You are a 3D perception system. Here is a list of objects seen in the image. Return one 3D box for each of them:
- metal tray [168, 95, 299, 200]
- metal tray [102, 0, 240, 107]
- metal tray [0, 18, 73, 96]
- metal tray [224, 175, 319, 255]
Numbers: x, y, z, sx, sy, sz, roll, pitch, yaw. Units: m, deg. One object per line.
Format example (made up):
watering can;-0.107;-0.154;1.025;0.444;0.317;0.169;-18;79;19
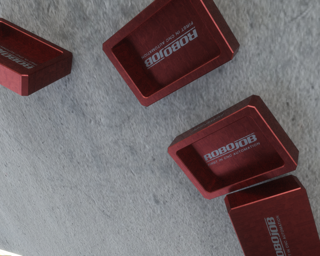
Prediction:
metal tray;0.084;0.029;0.376;0.130;0.030;0.090;-31;101;37
metal tray;0.008;-0.089;0.342;0.130;0.030;0.090;-26;105;36
metal tray;-0.194;-0.097;0.404;0.130;0.090;0.030;28;128;10
metal tray;0.144;0.130;0.385;0.090;0.030;0.129;-20;110;9
